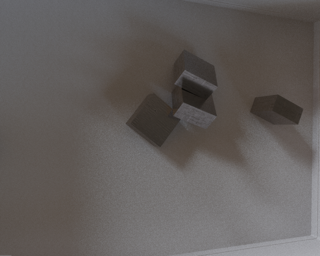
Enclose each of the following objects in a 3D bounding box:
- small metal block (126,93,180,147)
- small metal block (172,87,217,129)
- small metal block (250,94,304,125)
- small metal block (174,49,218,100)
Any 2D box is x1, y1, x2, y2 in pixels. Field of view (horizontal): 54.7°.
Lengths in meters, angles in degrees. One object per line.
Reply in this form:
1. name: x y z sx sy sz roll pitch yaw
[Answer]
1. small metal block: -0.008 -0.010 0.409 0.050 0.025 0.050 40 77 -16
2. small metal block: 0.045 -0.032 0.413 0.050 0.025 0.050 21 39 -19
3. small metal block: 0.174 -0.026 0.463 0.050 0.050 0.025 24 82 -19
4. small metal block: 0.047 -0.072 0.415 0.050 0.025 0.050 24 40 -19
